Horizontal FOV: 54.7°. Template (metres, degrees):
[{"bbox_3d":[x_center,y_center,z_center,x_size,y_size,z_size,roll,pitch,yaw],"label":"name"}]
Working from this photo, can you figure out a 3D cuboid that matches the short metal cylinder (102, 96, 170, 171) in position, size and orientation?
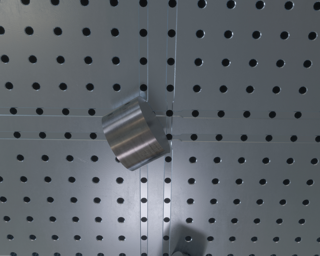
[{"bbox_3d":[-0.028,0.007,0.386,0.050,0.080,0.080,-28,108,10],"label":"short metal cylinder"}]

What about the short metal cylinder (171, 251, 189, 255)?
[{"bbox_3d":[0.037,0.238,0.472,0.050,0.080,0.080,28,108,-10],"label":"short metal cylinder"}]
